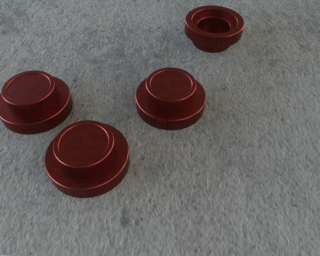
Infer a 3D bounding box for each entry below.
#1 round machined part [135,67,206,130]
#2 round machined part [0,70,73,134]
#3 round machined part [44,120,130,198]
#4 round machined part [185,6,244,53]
[{"bbox_3d":[0.015,-0.047,0.432,0.099,0.042,0.098,0,50,0],"label":"round machined part"},{"bbox_3d":[-0.174,-0.042,0.425,0.099,0.042,0.098,0,50,0],"label":"round machined part"},{"bbox_3d":[-0.087,0.029,0.367,0.099,0.042,0.098,0,50,0],"label":"round machined part"},{"bbox_3d":[0.091,-0.167,0.534,0.099,0.042,0.098,0,50,0],"label":"round machined part"}]
